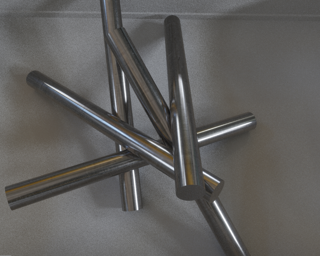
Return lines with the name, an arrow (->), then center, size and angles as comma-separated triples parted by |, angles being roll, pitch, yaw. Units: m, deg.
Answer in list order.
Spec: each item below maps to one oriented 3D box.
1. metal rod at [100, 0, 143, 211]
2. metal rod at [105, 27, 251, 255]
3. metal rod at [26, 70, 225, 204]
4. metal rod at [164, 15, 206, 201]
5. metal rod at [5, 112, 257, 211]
metal rod -> -0.050, -0.050, 0.385 | 0.025, 0.025, 0.298 | -7, 86, -2
metal rod -> 0.023, 0.026, 0.348 | 0.025, 0.025, 0.299 | -30, 93, -10
metal rod -> -0.061, -0.005, 0.361 | 0.300, 0.025, 0.025 | 29, 72, 29
metal rod -> 0.022, -0.052, 0.365 | 0.025, 0.025, 0.300 | -1, 46, -1
metal rod -> -0.015, 0.030, 0.362 | 0.302, 0.025, 0.025 | -16, 70, -21
